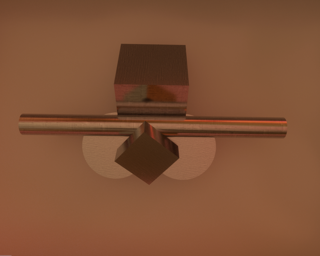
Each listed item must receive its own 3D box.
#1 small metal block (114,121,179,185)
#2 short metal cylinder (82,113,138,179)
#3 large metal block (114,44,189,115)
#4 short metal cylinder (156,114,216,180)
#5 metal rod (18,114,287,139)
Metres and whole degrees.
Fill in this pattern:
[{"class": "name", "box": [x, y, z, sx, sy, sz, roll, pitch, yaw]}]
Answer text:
[{"class": "small metal block", "box": [-0.014, 0.029, 0.349, 0.050, 0.025, 0.050, 38, 112, -19]}, {"class": "short metal cylinder", "box": [-0.053, 0.021, 0.397, 0.081, 0.050, 0.079, 0, 90, -1]}, {"class": "large metal block", "box": [-0.009, -0.058, 0.377, 0.081, 0.050, 0.080, 1, 47, 0]}, {"class": "short metal cylinder", "box": [0.027, 0.023, 0.398, 0.081, 0.050, 0.079, 0, 90, -1]}, {"class": "metal rod", "box": [-0.007, -0.002, 0.360, 0.302, 0.025, 0.025, 1, 90, -1]}]
